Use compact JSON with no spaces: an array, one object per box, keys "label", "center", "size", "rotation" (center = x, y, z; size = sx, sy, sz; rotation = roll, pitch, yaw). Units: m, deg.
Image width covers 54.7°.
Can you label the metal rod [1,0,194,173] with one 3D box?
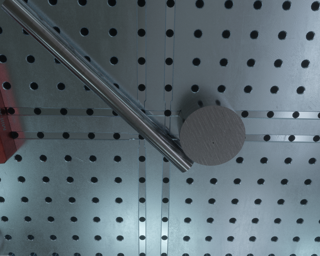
[{"label":"metal rod","center":[-0.068,-0.047,0.395],"size":[0.025,0.025,0.300],"rotation":[-43,105,14]}]

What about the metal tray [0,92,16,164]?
[{"label":"metal tray","center":[-0.252,-0.015,0.402],"size":[0.091,0.030,0.129],"rotation":[-5,110,1]}]

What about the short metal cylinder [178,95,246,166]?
[{"label":"short metal cylinder","center":[0.064,0.002,0.402],"size":[0.081,0.050,0.079],"rotation":[0,110,-1]}]
